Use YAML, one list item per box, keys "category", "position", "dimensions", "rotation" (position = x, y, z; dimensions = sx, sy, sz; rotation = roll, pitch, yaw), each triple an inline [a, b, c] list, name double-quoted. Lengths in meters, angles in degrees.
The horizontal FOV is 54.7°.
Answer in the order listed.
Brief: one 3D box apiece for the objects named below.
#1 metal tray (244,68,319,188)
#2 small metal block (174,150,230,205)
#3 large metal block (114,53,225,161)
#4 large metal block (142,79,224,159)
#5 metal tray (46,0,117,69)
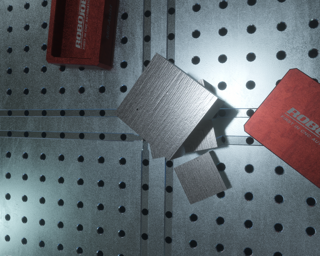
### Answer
- category: "metal tray"
  position: [0.174, 0.006, 0.348]
  dimensions: [0.130, 0.030, 0.090]
  rotation: [40, 102, 15]
- category: "small metal block"
  position: [0.053, 0.062, 0.394]
  dimensions: [0.050, 0.025, 0.050]
  rotation: [-28, 81, 18]
- category: "large metal block"
  position: [0.011, -0.023, 0.342]
  dimensions: [0.080, 0.050, 0.080]
  rotation: [40, 102, 15]
- category: "large metal block"
  position: [0.029, -0.009, 0.389]
  dimensions: [0.080, 0.050, 0.080]
  rotation: [-13, 86, 19]
- category: "metal tray"
  position: [-0.114, -0.154, 0.449]
  dimensions: [0.090, 0.030, 0.129]
  rotation: [7, 92, 19]
